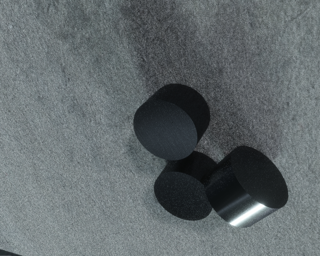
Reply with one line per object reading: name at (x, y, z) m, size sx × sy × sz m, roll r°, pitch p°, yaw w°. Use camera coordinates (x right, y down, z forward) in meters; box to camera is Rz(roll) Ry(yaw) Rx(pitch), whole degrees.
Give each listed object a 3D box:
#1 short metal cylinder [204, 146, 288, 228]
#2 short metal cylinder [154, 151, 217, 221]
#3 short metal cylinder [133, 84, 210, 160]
short metal cylinder at (0.099, 0.068, 0.360) m, size 0.080 × 0.080 × 0.050 m, roll 39°, pitch 129°, yaw 1°
short metal cylinder at (0.039, 0.077, 0.417) m, size 0.080 × 0.050 × 0.079 m, roll 13°, pitch 124°, yaw 20°
short metal cylinder at (0.015, -0.008, 0.377) m, size 0.080 × 0.050 × 0.079 m, roll 13°, pitch 124°, yaw 20°
